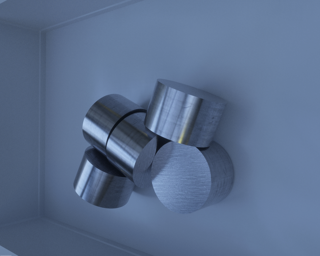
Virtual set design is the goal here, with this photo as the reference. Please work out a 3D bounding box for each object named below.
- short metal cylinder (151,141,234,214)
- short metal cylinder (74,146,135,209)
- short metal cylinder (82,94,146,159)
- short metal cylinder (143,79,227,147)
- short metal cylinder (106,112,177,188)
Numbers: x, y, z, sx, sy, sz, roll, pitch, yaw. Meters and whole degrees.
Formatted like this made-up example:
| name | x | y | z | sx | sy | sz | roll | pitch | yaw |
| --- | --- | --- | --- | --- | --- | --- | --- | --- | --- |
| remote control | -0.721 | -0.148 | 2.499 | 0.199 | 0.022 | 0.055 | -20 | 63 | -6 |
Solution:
| name | x | y | z | sx | sy | sz | roll | pitch | yaw |
| --- | --- | --- | --- | --- | --- | --- | --- | --- | --- |
| short metal cylinder | 0.037 | 0.053 | 0.356 | 0.080 | 0.050 | 0.079 | 0 | 90 | 39 |
| short metal cylinder | -0.072 | 0.064 | 0.425 | 0.080 | 0.081 | 0.050 | 36 | 112 | 34 |
| short metal cylinder | -0.054 | 0.001 | 0.411 | 0.050 | 0.081 | 0.079 | 32 | 110 | 35 |
| short metal cylinder | 0.027 | -0.018 | 0.345 | 0.080 | 0.081 | 0.050 | 29 | 108 | 36 |
| short metal cylinder | -0.019 | 0.027 | 0.383 | 0.050 | 0.081 | 0.079 | 33 | 111 | 35 |
